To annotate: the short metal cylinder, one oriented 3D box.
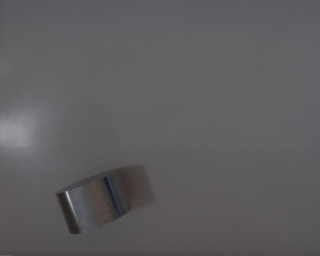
[{"bbox_3d":[-0.081,0.088,0.383,0.080,0.080,0.050,-20,90,0],"label":"short metal cylinder"}]
